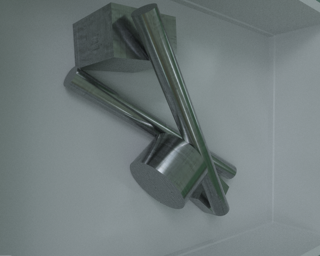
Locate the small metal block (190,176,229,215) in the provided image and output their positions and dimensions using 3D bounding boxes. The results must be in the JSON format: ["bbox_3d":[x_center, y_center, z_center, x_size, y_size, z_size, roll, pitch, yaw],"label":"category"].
[{"bbox_3d":[0.073,0.096,0.469,0.050,0.025,0.050,46,63,-31],"label":"small metal block"}]

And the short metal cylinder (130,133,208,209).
[{"bbox_3d":[0.010,0.053,0.379,0.050,0.080,0.080,-48,119,-30],"label":"short metal cylinder"}]

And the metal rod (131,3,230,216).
[{"bbox_3d":[0.037,0.006,0.362,0.025,0.025,0.299,-48,131,-29],"label":"metal rod"}]

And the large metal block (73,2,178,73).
[{"bbox_3d":[-0.039,-0.093,0.339,0.081,0.080,0.050,-5,94,-40],"label":"large metal block"}]

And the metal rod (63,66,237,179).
[{"bbox_3d":[0.010,0.008,0.415,0.301,0.025,0.025,31,71,-36],"label":"metal rod"}]
